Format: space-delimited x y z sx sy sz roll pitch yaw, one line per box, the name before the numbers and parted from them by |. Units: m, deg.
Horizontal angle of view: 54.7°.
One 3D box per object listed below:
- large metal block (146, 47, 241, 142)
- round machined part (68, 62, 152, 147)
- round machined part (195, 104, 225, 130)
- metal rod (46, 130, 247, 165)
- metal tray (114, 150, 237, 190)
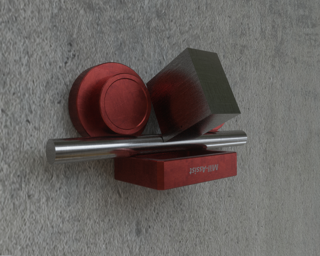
large metal block | 0.036 -0.036 0.368 0.050 0.080 0.080 -3 68 -41
round machined part | -0.049 -0.026 0.353 0.099 0.042 0.097 0 90 -40
round machined part | 0.062 -0.031 0.448 0.099 0.042 0.097 0 90 -40
metal rod | 0.012 0.019 0.391 0.302 0.025 0.025 -2 91 -40
metal tray | 0.021 0.046 0.384 0.131 0.090 0.030 -2 91 -40
